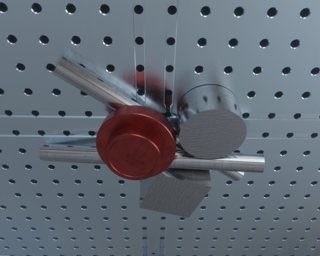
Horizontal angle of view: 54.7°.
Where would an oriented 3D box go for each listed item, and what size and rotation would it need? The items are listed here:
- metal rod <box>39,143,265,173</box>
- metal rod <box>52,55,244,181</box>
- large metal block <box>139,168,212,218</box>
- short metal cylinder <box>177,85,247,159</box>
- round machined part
[{"bbox_3d":[-0.016,0.040,0.421,0.302,0.025,0.025,2,131,7],"label":"metal rod"},{"bbox_3d":[0.002,-0.001,0.411,0.301,0.025,0.025,31,123,-24],"label":"metal rod"},{"bbox_3d":[0.021,0.084,0.465,0.081,0.050,0.079,16,128,-13],"label":"large metal block"},{"bbox_3d":[0.063,-0.007,0.389,0.081,0.050,0.079,0,130,0],"label":"short metal cylinder"},{"bbox_3d":[-0.030,0.025,0.377,0.099,0.042,0.097,3,122,4],"label":"round machined part"}]
